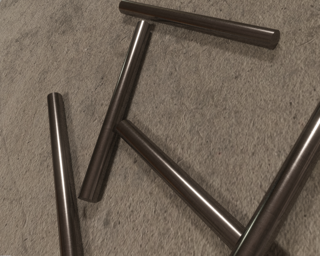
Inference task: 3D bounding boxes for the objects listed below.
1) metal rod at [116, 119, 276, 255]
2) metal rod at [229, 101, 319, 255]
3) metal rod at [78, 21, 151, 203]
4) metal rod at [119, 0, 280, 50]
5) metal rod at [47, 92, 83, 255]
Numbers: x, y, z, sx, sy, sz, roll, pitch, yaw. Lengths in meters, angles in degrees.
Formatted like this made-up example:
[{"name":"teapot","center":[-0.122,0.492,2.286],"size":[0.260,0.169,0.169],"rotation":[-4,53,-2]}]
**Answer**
[{"name":"metal rod","center":[0.039,0.075,0.336],"size":[0.025,0.025,0.300],"rotation":[-46,52,-4]},{"name":"metal rod","center":[0.155,0.002,0.303],"size":[0.025,0.025,0.300],"rotation":[25,69,36]},{"name":"metal rod","center":[-0.060,-0.040,0.457],"size":[0.025,0.025,0.300],"rotation":[0,61,28]},{"name":"metal rod","center":[0.040,-0.169,0.484],"size":[0.300,0.025,0.025],"rotation":[28,77,37]},{"name":"metal rod","center":[-0.137,0.060,0.436],"size":[0.025,0.025,0.299],"rotation":[-28,52,10]}]
